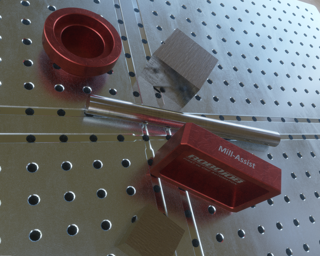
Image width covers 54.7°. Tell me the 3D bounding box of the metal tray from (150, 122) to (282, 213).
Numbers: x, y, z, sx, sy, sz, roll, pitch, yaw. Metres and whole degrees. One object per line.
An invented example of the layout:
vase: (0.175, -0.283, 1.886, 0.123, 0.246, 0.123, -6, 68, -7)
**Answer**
metal tray: (0.065, 0.052, 0.371, 0.131, 0.090, 0.030, 27, 52, -12)

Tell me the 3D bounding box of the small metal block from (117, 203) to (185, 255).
small metal block: (-0.009, 0.119, 0.332, 0.050, 0.025, 0.050, 39, 51, -3)

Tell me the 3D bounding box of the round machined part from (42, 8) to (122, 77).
round machined part: (-0.104, -0.107, 0.408, 0.099, 0.042, 0.098, 14, 56, -21)

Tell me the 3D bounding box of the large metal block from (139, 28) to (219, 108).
large metal block: (0.030, -0.091, 0.465, 0.080, 0.050, 0.080, 37, 51, -4)

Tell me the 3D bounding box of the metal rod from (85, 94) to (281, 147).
metal rod: (0.048, -0.006, 0.439, 0.302, 0.025, 0.025, 10, 58, -23)
